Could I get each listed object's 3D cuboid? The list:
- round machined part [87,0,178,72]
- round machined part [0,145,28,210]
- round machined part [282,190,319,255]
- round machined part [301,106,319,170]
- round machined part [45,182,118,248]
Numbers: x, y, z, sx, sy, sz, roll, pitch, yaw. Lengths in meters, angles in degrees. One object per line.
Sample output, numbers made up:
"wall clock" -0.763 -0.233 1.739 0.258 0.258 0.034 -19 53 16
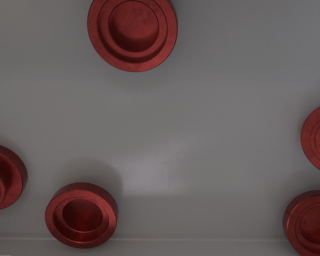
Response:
"round machined part" -0.028 -0.117 0.352 0.099 0.042 0.097 2 121 3
"round machined part" -0.239 0.073 0.423 0.099 0.042 0.097 -2 111 -4
"round machined part" 0.226 0.136 0.446 0.099 0.042 0.097 0 95 4
"round machined part" 0.226 0.014 0.382 0.098 0.042 0.097 4 96 36
"round machined part" -0.109 0.120 0.445 0.099 0.042 0.097 0 110 0
